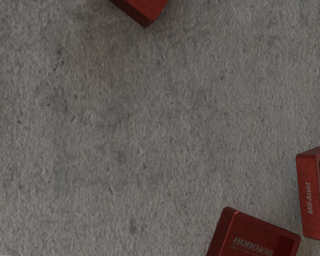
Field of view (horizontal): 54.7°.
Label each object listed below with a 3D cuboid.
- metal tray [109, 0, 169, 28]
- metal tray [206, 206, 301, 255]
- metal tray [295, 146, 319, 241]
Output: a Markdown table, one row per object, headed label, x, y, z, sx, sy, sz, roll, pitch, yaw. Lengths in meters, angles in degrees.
| label | x | y | z | sx | sy | sz | roll | pitch | yaw |
| --- | --- | --- | --- | --- | --- | --- | --- | --- | --- |
| metal tray | -0.015 | -0.210 | 0.401 | 0.090 | 0.030 | 0.130 | 35 | 79 | -17 |
| metal tray | 0.140 | 0.181 | 0.459 | 0.131 | 0.030 | 0.090 | 25 | 82 | -19 |
| metal tray | 0.255 | 0.099 | 0.487 | 0.091 | 0.030 | 0.129 | -9 | 94 | -40 |
